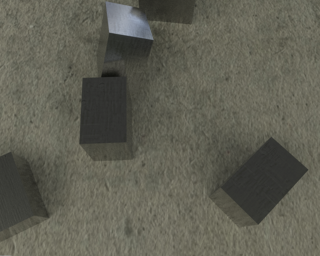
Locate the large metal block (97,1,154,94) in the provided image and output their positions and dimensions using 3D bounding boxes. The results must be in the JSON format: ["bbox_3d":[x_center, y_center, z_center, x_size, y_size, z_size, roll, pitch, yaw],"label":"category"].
[{"bbox_3d":[-0.049,-0.102,0.396,0.050,0.079,0.080,4,44,-18],"label":"large metal block"}]

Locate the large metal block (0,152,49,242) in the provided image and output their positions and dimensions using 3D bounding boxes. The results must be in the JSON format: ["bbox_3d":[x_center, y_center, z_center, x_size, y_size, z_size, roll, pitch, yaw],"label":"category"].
[{"bbox_3d":[-0.189,0.086,0.361,0.080,0.050,0.080,-25,72,-9],"label":"large metal block"}]

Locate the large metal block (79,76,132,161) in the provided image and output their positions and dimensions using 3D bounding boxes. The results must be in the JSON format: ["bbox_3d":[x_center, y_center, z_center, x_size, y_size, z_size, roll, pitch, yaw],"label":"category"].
[{"bbox_3d":[-0.063,-0.008,0.381,0.050,0.080,0.080,-2,70,-1],"label":"large metal block"}]

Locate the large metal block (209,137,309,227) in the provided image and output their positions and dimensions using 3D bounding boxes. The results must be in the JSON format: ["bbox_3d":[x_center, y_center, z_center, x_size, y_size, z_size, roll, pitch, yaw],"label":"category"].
[{"bbox_3d":[0.108,0.065,0.356,0.080,0.080,0.050,-41,76,-14],"label":"large metal block"}]

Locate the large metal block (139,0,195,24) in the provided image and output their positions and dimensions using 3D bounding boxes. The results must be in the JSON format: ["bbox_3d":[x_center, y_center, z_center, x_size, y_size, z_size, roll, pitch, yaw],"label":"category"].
[{"bbox_3d":[0.012,-0.202,0.453,0.080,0.080,0.050,6,70,2],"label":"large metal block"}]
